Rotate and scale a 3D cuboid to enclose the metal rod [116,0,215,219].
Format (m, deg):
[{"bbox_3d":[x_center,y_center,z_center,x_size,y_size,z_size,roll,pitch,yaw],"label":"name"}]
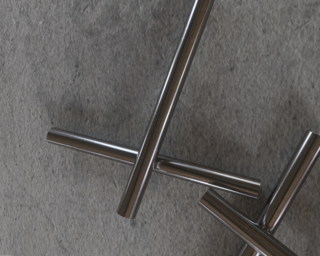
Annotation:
[{"bbox_3d":[0.009,-0.032,0.387,0.025,0.025,0.299,20,90,18],"label":"metal rod"}]

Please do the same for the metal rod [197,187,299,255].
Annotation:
[{"bbox_3d":[0.167,0.166,0.322,0.300,0.025,0.025,37,102,15],"label":"metal rod"}]

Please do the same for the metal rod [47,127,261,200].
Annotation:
[{"bbox_3d":[-0.022,0.042,0.415,0.301,0.025,0.025,13,94,19],"label":"metal rod"}]

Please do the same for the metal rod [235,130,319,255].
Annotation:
[{"bbox_3d":[0.112,0.141,0.369,0.025,0.025,0.298,29,99,17],"label":"metal rod"}]
